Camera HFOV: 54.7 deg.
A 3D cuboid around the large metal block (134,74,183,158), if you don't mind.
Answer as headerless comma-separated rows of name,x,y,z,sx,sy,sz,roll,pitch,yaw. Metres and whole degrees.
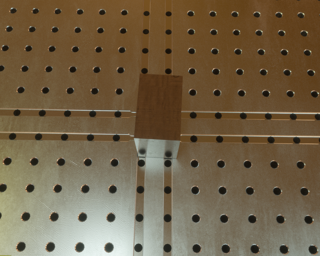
large metal block,-0.001,-0.012,0.386,0.050,0.080,0.080,3,70,1
